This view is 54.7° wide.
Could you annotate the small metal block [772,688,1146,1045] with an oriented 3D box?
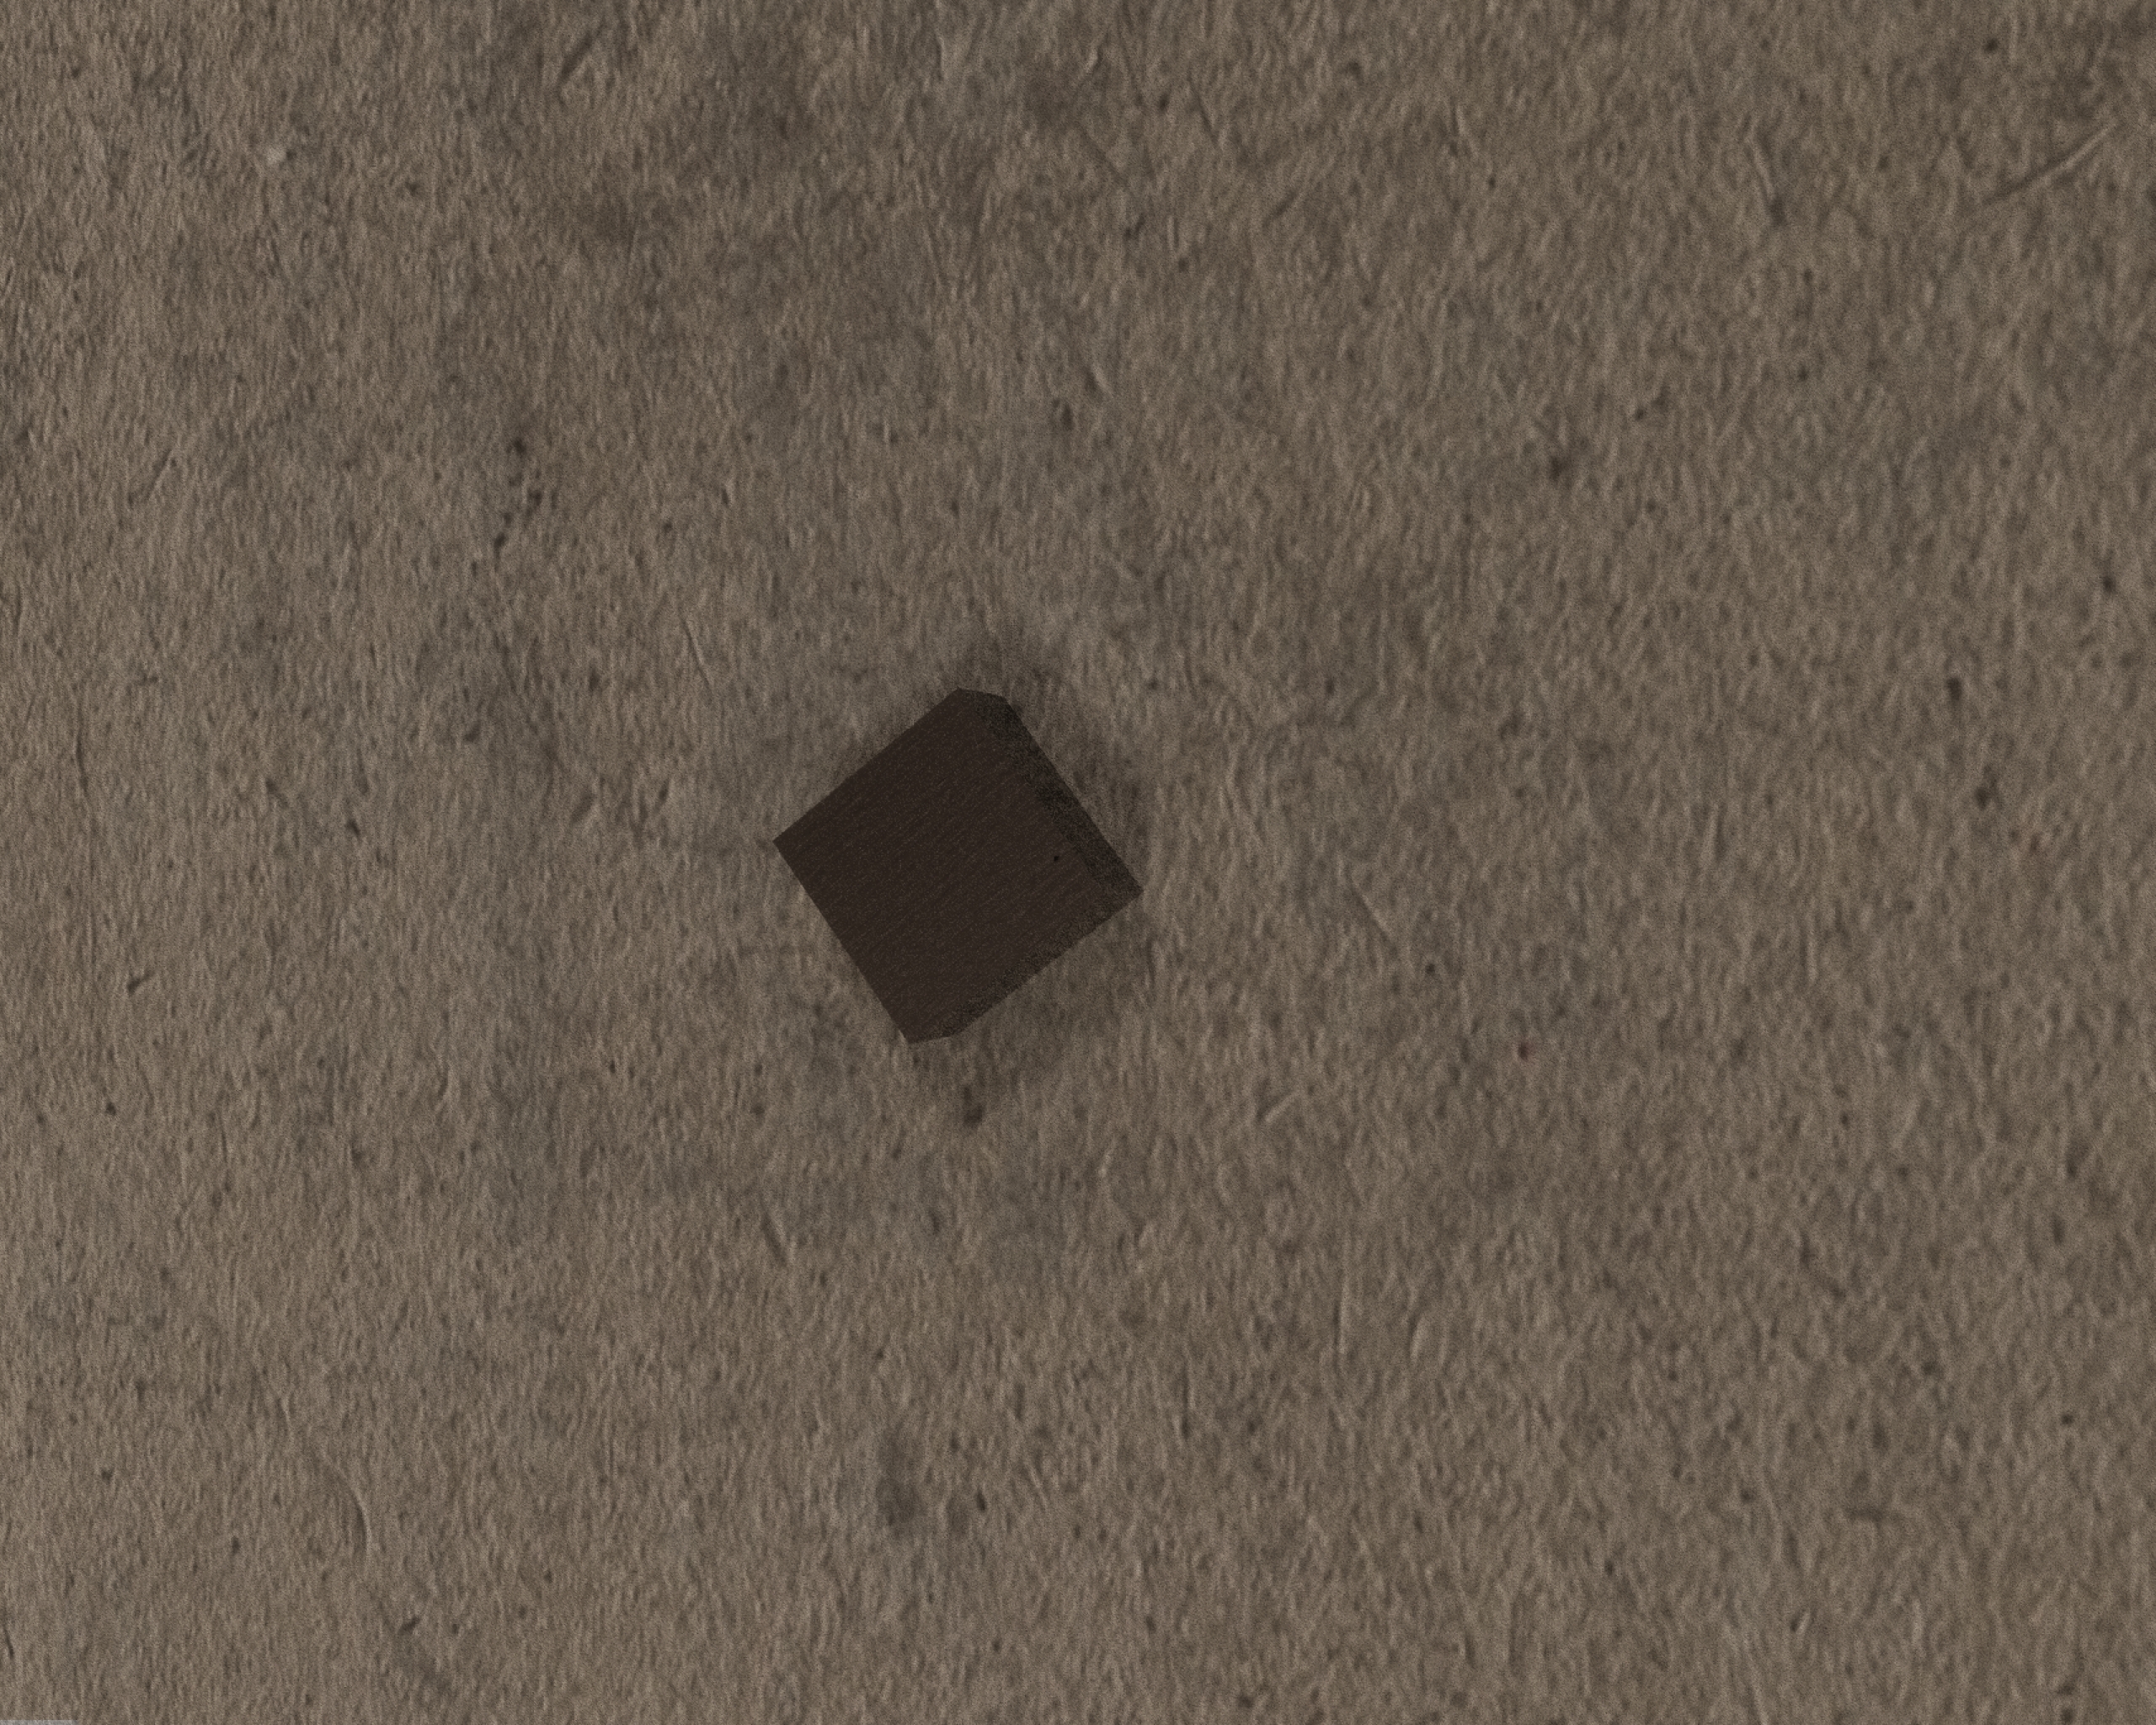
[{"bbox_3d":[-0.024,0.001,0.418,0.050,0.025,0.050,-38,78,15],"label":"small metal block"}]
